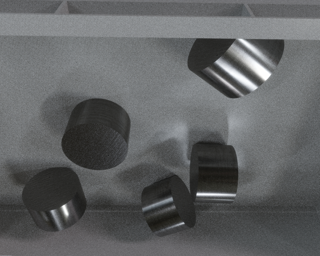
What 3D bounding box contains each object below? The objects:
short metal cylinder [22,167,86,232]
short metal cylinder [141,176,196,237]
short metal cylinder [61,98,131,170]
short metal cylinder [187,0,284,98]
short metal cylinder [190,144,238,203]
[{"bbox_3d":[-0.155,0.105,0.461,0.080,0.080,0.050,-2,130,2],"label":"short metal cylinder"},{"bbox_3d":[0.014,0.120,0.475,0.050,0.080,0.080,-24,126,19],"label":"short metal cylinder"},{"bbox_3d":[-0.080,0.009,0.399,0.081,0.050,0.079,0,130,0],"label":"short metal cylinder"},{"bbox_3d":[0.073,-0.077,0.308,0.050,0.080,0.080,31,123,-24],"label":"short metal cylinder"},{"bbox_3d":[0.071,0.062,0.427,0.050,0.080,0.079,3,130,-2],"label":"short metal cylinder"}]
